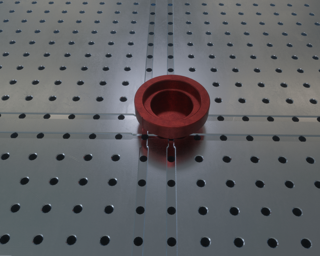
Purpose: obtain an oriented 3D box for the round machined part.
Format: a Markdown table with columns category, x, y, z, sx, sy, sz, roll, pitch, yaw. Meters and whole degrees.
| category | x | y | z | sx | sy | sz | roll | pitch | yaw |
| --- | --- | --- | --- | --- | --- | --- | --- | --- | --- |
| round machined part | 0.016 | -0.024 | 0.417 | 0.099 | 0.042 | 0.098 | 0 | 50 | 0 |
